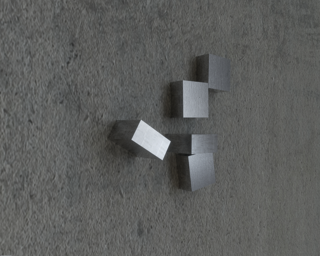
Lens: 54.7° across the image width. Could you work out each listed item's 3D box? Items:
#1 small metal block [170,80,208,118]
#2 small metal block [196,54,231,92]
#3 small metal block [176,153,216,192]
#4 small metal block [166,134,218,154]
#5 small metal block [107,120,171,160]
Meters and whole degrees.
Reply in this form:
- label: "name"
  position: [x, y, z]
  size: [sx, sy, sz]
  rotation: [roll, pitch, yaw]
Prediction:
- label: "small metal block"
  position: [0.042, -0.040, 0.440]
  size: [0.050, 0.025, 0.050]
  rotation: [-1, 91, -40]
- label: "small metal block"
  position: [0.082, -0.082, 0.472]
  size: [0.050, 0.025, 0.050]
  rotation: [2, 89, -40]
- label: "small metal block"
  position: [0.052, 0.059, 0.448]
  size: [0.050, 0.025, 0.050]
  rotation: [-11, 97, -39]
- label: "small metal block"
  position: [0.043, 0.020, 0.424]
  size: [0.050, 0.050, 0.025]
  rotation: [0, 90, -40]
- label: "small metal block"
  position: [-0.025, 0.014, 0.367]
  size: [0.050, 0.050, 0.025]
  rotation: [37, 67, -34]
